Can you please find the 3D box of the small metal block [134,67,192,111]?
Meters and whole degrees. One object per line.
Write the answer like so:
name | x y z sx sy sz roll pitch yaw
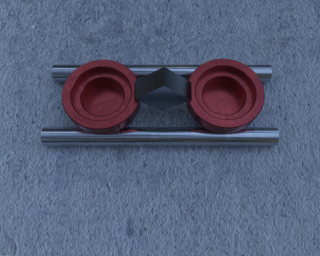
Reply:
small metal block | 0.004 -0.047 0.385 0.050 0.050 0.025 -18 63 40

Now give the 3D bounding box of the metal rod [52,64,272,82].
metal rod | 0.003 -0.077 0.437 0.302 0.025 0.025 0 70 0

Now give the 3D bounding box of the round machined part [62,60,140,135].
round machined part | -0.074 -0.037 0.409 0.099 0.042 0.098 0 70 0

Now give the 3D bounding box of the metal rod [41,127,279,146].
metal rod | 0.000 0.011 0.405 0.302 0.025 0.025 0 70 0

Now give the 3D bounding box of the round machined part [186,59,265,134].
round machined part | 0.083 -0.039 0.409 0.099 0.042 0.098 0 70 0
